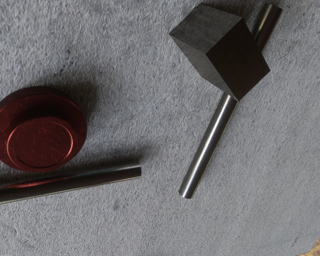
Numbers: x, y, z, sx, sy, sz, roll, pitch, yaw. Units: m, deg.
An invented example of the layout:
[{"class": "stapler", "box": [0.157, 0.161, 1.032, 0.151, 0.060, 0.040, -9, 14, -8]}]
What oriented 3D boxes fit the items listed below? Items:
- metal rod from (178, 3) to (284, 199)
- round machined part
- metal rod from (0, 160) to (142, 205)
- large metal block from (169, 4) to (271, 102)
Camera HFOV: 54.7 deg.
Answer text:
[{"class": "metal rod", "box": [0.093, -0.024, 0.444, 0.025, 0.025, 0.298, 8, 114, -32]}, {"class": "round machined part", "box": [-0.127, 0.009, 0.332, 0.099, 0.042, 0.097, -14, 125, -21]}, {"class": "metal rod", "box": [-0.166, 0.073, 0.361, 0.303, 0.025, 0.025, -7, 122, -25]}, {"class": "large metal block", "box": [0.068, -0.087, 0.356, 0.050, 0.080, 0.080, -45, 130, 3]}]
